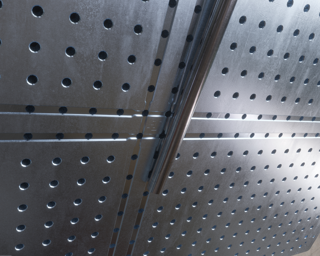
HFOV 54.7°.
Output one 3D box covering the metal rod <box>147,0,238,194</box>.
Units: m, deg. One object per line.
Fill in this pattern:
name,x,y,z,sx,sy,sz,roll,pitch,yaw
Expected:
metal rod,0.038,-0.039,0.409,0.025,0.025,0.298,5,116,-31
